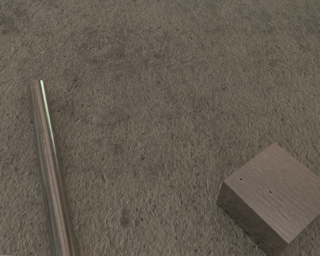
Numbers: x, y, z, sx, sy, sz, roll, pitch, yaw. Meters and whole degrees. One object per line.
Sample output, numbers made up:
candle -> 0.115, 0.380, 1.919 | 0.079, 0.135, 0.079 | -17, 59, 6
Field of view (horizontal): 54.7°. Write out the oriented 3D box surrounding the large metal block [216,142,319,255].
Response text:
large metal block -> 0.120, 0.075, 0.326 | 0.081, 0.050, 0.080 | -31, 57, -24

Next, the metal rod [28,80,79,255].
metal rod -> -0.127, 0.047, 0.361 | 0.025, 0.025, 0.300 | -16, 52, -13
